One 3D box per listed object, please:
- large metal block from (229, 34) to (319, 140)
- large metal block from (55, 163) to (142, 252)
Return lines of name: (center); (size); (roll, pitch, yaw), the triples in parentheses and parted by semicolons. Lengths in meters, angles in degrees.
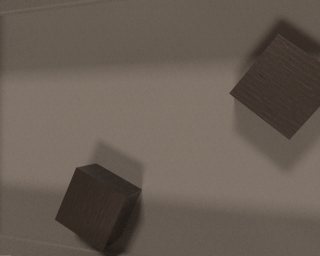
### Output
large metal block: (0.139, -0.044, 0.348); (0.080, 0.050, 0.080); (41, 103, 15)
large metal block: (-0.084, 0.105, 0.425); (0.080, 0.050, 0.080); (26, 99, 17)
